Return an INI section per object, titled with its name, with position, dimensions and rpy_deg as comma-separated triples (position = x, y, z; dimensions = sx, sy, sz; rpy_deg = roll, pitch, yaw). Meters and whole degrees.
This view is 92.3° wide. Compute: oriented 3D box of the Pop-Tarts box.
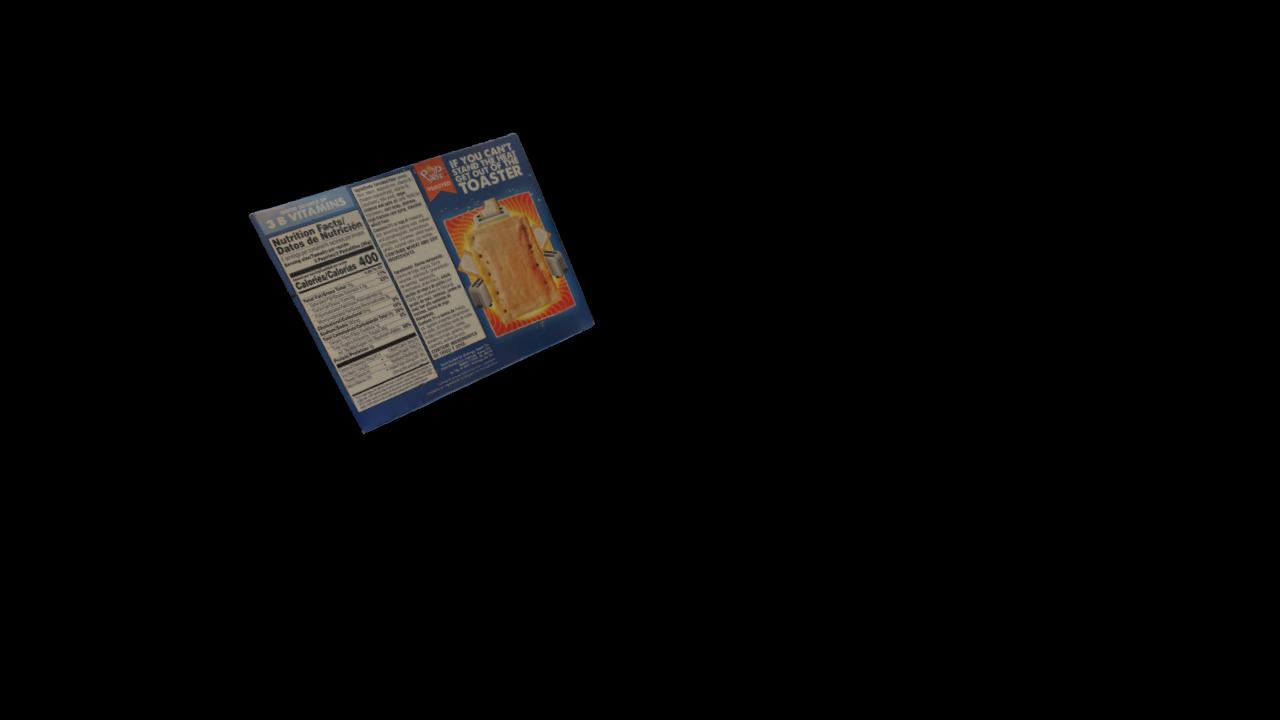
[Pop-Tarts box]
position = -0.139, -0.054, 0.419
dimensions = 0.167, 0.141, 0.083
rpy_deg = -28, 14, -24
